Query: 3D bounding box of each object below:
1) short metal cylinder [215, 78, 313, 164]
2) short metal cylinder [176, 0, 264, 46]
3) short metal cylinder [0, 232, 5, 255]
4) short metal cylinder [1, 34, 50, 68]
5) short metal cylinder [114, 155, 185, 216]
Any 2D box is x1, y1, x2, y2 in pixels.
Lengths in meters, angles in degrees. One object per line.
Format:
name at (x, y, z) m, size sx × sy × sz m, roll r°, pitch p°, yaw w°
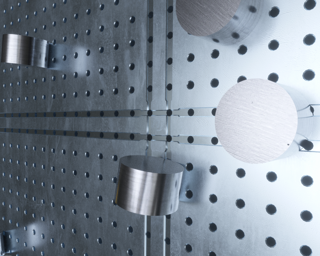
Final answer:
short metal cylinder at (0.103, -0.007, 0.308) m, size 0.080 × 0.050 × 0.079 m, roll 0°, pitch 90°, yaw 40°
short metal cylinder at (0.065, -0.135, 0.340) m, size 0.080 × 0.050 × 0.079 m, roll 0°, pitch 90°, yaw 40°
short metal cylinder at (-0.399, 0.271, 0.703) m, size 0.080 × 0.081 × 0.050 m, roll -16°, pitch 80°, yaw 39°
short metal cylinder at (-0.252, -0.142, 0.582) m, size 0.080 × 0.081 × 0.050 m, roll 11°, pitch 97°, yaw 39°
short metal cylinder at (-0.013, 0.068, 0.385) m, size 0.080 × 0.081 × 0.050 m, roll 15°, pitch 100°, yaw 39°
